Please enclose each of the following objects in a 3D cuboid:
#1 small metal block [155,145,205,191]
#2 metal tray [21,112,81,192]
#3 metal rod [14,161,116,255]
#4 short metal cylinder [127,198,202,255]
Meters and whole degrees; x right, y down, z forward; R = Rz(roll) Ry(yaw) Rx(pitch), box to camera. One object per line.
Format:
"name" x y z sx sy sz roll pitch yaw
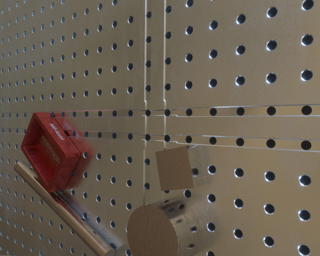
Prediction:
"small metal block" 0.025 0.050 0.387 0.050 0.025 0.050 -15 81 38
"metal tray" -0.205 0.042 0.571 0.130 0.030 0.089 44 116 31
"metal rod" -0.185 0.137 0.558 0.300 0.025 0.025 28 108 36
"short metal cylinder" 0.005 0.132 0.387 0.080 0.050 0.079 0 90 39
